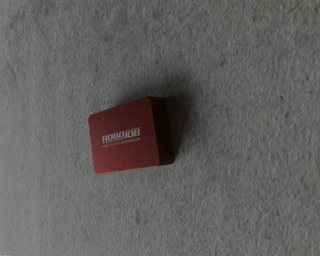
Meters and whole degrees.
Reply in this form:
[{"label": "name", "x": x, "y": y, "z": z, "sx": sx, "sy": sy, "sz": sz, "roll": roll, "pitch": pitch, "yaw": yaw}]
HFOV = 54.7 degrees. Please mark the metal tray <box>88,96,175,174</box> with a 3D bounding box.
[{"label": "metal tray", "x": -0.045, "y": 0.014, "z": 0.437, "sx": 0.130, "sy": 0.030, "sz": 0.090, "roll": -13, "pitch": 82, "yaw": 39}]
